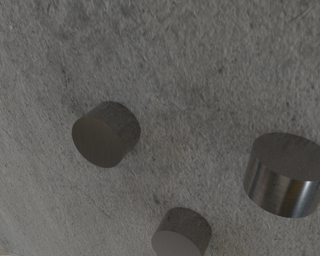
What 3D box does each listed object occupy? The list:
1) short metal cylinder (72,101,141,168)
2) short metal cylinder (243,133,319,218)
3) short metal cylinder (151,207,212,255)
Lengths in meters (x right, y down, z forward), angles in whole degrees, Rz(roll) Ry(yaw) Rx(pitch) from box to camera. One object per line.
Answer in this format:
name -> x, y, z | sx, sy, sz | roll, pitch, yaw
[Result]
short metal cylinder -> -0.075, 0.009, 0.434 | 0.080, 0.050, 0.079 | 13, 124, 20
short metal cylinder -> 0.134, 0.048, 0.330 | 0.080, 0.080, 0.050 | 16, 125, 18
short metal cylinder -> 0.034, 0.170, 0.477 | 0.080, 0.050, 0.079 | 13, 124, 20
